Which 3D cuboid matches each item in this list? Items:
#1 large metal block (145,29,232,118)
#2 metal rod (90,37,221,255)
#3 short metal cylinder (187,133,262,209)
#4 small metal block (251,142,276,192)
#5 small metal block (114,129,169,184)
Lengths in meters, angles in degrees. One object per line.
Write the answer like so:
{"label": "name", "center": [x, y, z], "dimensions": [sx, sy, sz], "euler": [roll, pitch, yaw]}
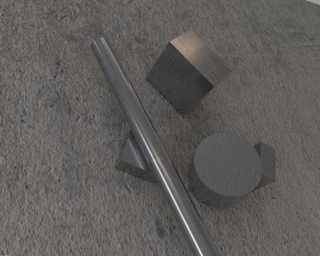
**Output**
{"label": "large metal block", "center": [0.038, -0.074, 0.434], "dimensions": [0.080, 0.080, 0.050], "euler": [46, 51, 4]}
{"label": "metal rod", "center": [-0.010, 0.020, 0.353], "dimensions": [0.025, 0.025, 0.299], "euler": [-16, 70, -34]}
{"label": "short metal cylinder", "center": [0.077, 0.053, 0.382], "dimensions": [0.081, 0.050, 0.080], "euler": [3, 60, -4]}
{"label": "small metal block", "center": [0.131, 0.054, 0.424], "dimensions": [0.025, 0.050, 0.050], "euler": [26, 53, -14]}
{"label": "small metal block", "center": [-0.021, 0.032, 0.373], "dimensions": [0.050, 0.025, 0.050], "euler": [25, 53, -13]}
